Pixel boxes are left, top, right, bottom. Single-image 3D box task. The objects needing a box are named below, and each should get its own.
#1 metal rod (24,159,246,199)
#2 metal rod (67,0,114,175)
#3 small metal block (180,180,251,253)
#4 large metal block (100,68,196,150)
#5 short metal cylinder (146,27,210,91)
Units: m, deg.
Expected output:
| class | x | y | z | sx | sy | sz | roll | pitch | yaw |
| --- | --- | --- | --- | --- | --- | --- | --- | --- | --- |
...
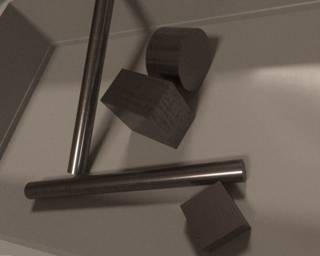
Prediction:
| class | x | y | z | sx | sy | sz | roll | pitch | yaw |
| --- | --- | --- | --- | --- | --- | --- | --- | --- | --- |
| metal rod | -0.048 | 0.068 | 0.387 | 0.301 | 0.025 | 0.025 | -9 | 58 | 22 |
| metal rod | -0.091 | -0.085 | 0.426 | 0.025 | 0.025 | 0.298 | 10 | 91 | 32 |
| small metal block | 0.056 | 0.091 | 0.319 | 0.050 | 0.025 | 0.050 | -34 | 52 | 5 |
| large metal block | -0.013 | -0.024 | 0.391 | 0.080 | 0.080 | 0.050 | 21 | 73 | 35 |
| short metal cylinder | 0.026 | -0.092 | 0.413 | 0.050 | 0.080 | 0.080 | 15 | 69 | 34 |
